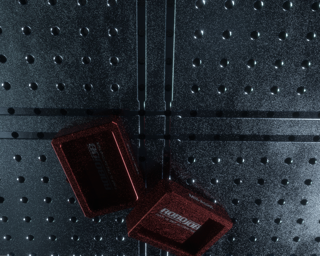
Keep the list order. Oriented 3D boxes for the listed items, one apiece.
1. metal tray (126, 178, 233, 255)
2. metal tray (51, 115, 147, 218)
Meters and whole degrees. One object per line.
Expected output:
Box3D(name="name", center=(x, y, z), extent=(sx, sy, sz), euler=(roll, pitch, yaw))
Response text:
Box3D(name="metal tray", center=(0.029, 0.135, 0.443), extent=(0.130, 0.030, 0.090), euler=(33, 107, -28))
Box3D(name="metal tray", center=(-0.080, 0.055, 0.430), extent=(0.090, 0.030, 0.129), euler=(-16, 110, 5))
